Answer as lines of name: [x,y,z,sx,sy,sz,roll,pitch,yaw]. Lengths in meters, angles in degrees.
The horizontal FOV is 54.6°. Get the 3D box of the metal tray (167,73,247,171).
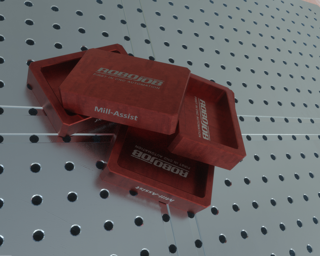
metal tray: [0.056,-0.015,0.403,0.091,0.030,0.130,18,43,-17]

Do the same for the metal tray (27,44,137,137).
metal tray: [-0.084,-0.053,0.391,0.131,0.030,0.090,-25,75,-36]

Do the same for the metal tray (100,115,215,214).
metal tray: [0.003,0.040,0.381,0.131,0.030,0.090,24,53,-14]

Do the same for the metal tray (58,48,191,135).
metal tray: [-0.037,-0.046,0.361,0.131,0.030,0.090,13,45,6]

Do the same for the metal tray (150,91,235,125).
metal tray: [0.046,-0.031,0.447,0.131,0.030,0.090,17,55,-17]
